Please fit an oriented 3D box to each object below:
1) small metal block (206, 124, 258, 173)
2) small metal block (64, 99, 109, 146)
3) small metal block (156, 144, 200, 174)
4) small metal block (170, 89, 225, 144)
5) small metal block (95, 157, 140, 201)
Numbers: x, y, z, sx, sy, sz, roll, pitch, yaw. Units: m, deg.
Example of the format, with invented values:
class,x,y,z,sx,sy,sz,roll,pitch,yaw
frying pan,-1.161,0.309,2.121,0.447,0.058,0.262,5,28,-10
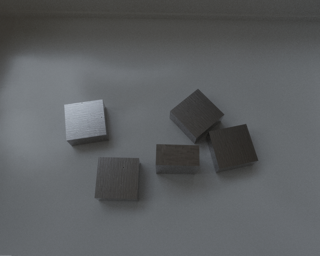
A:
class,x,y,z,sx,sy,sz,roll,pitch,yaw
small metal block,0.092,0.027,0.401,0.050,0.025,0.050,-11,71,-5
small metal block,-0.097,-0.007,0.411,0.050,0.025,0.050,-8,70,-4
small metal block,0.020,0.040,0.382,0.050,0.050,0.025,2,70,0
small metal block,0.049,-0.016,0.416,0.050,0.025,0.050,-39,75,-13
small metal block,-0.052,0.064,0.386,0.050,0.025,0.050,1,70,0
